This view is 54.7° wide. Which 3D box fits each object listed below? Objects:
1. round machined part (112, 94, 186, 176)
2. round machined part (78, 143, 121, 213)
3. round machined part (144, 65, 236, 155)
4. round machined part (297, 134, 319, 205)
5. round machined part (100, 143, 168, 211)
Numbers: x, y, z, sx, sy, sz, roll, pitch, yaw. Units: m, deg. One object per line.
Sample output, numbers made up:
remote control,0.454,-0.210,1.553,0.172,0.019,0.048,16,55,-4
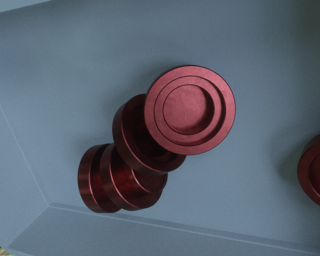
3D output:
round machined part,-0.015,0.011,0.376,0.098,0.098,0.042,51,136,-8
round machined part,-0.066,0.070,0.438,0.042,0.098,0.097,-9,114,27
round machined part,0.031,-0.022,0.348,0.099,0.042,0.097,-1,103,-3
round machined part,0.196,0.041,0.315,0.098,0.042,0.097,18,128,25
round machined part,-0.027,0.057,0.409,0.042,0.098,0.098,-25,105,36
